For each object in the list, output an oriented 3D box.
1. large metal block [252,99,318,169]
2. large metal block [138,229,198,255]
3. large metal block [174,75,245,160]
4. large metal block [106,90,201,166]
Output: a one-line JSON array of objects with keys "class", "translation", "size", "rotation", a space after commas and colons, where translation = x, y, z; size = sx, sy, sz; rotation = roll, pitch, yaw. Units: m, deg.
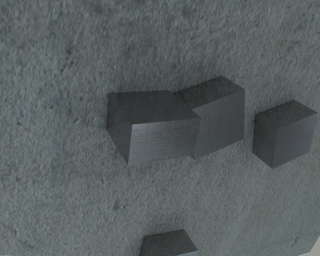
[{"class": "large metal block", "translation": [0.203, 0.009, 0.511], "size": [0.081, 0.050, 0.079], "rotation": [-20, 126, -17]}, {"class": "large metal block", "translation": [0.009, 0.230, 0.541], "size": [0.081, 0.050, 0.079], "rotation": [1, 118, -29]}, {"class": "large metal block", "translation": [0.066, -0.015, 0.420], "size": [0.081, 0.050, 0.080], "rotation": [-22, 127, -16]}, {"class": "large metal block", "translation": [-0.011, -0.005, 0.364], "size": [0.081, 0.080, 0.050], "rotation": [-6, 121, -26]}]
